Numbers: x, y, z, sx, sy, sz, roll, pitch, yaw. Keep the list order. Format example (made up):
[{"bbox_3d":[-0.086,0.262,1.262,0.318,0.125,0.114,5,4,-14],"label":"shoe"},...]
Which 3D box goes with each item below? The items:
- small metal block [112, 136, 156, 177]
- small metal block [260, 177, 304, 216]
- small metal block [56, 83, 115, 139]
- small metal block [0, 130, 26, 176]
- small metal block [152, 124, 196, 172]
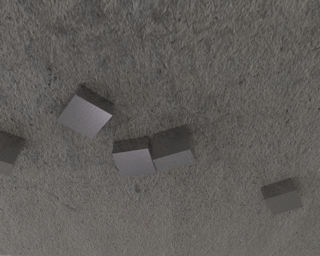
[{"bbox_3d":[-0.036,0.042,0.442,0.050,0.025,0.050,-9,130,7],"label":"small metal block"},{"bbox_3d":[0.199,0.113,0.505,0.050,0.025,0.050,-23,127,18],"label":"small metal block"},{"bbox_3d":[-0.093,-0.020,0.389,0.050,0.025,0.050,31,124,-24],"label":"small metal block"},{"bbox_3d":[-0.216,0.031,0.415,0.050,0.050,0.025,21,127,-17],"label":"small metal block"},{"bbox_3d":[0.018,0.026,0.413,0.050,0.050,0.025,-17,128,14],"label":"small metal block"}]
